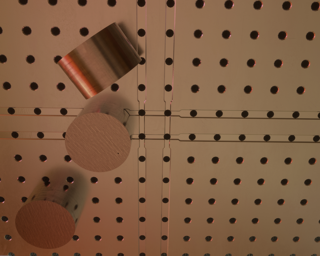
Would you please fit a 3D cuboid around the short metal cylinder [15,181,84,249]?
[{"bbox_3d":[-0.156,0.124,0.444,0.081,0.050,0.079,0,110,-1],"label":"short metal cylinder"}]

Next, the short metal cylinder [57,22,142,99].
[{"bbox_3d":[-0.068,-0.077,0.355,0.080,0.080,0.050,-32,107,11],"label":"short metal cylinder"}]

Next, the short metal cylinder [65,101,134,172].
[{"bbox_3d":[-0.076,0.010,0.403,0.081,0.050,0.079,0,110,-1],"label":"short metal cylinder"}]
